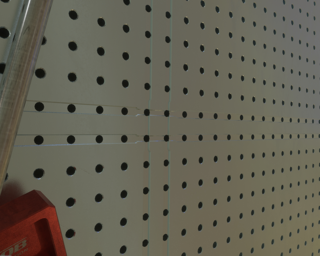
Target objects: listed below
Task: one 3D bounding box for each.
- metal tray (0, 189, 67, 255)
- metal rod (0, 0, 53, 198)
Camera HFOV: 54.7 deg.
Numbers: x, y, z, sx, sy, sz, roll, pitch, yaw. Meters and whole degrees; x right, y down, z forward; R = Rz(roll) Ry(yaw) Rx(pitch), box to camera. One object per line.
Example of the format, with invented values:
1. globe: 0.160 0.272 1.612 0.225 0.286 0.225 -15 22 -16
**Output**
1. metal tray: -0.148 0.121 0.261 0.131 0.030 0.089 -26 129 -37
2. metal rod: -0.135 -0.050 0.295 0.025 0.025 0.299 18 78 -39
